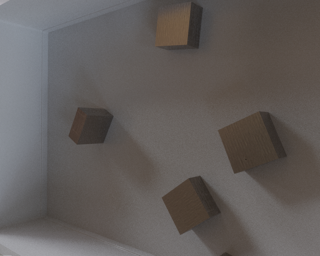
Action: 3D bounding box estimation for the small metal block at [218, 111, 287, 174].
[{"bbox_3d":[0.097,0.016,0.327,0.050,0.025,0.050,-29,72,36],"label":"small metal block"}]

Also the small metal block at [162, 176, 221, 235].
[{"bbox_3d":[0.037,0.094,0.376,0.050,0.025,0.050,-42,65,32],"label":"small metal block"}]

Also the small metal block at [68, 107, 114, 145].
[{"bbox_3d":[-0.106,-0.003,0.478,0.025,0.050,0.050,37,113,34],"label":"small metal block"}]

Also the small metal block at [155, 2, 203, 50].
[{"bbox_3d":[0.023,-0.126,0.388,0.050,0.025,0.050,9,96,39],"label":"small metal block"}]

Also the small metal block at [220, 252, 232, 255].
[{"bbox_3d":[0.077,0.162,0.327,0.050,0.050,0.025,16,100,39],"label":"small metal block"}]
